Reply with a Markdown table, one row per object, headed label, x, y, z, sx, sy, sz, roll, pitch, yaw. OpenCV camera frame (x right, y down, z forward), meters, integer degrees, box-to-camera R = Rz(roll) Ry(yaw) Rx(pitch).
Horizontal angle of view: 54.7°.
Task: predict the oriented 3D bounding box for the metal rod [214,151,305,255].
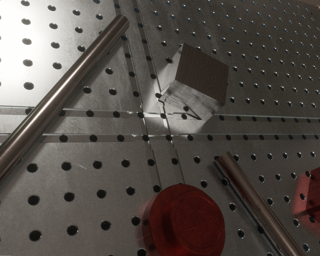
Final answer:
| label | x | y | z | sx | sy | sz | roll | pitch | yaw |
| --- | --- | --- | --- | --- | --- | --- | --- | --- | --- |
| metal rod | 0.169 | 0.160 | 0.403 | 0.025 | 0.025 | 0.299 | -26 | 76 | -37 |

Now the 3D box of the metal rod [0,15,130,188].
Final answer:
| label | x | y | z | sx | sy | sz | roll | pitch | yaw |
| --- | --- | --- | --- | --- | --- | --- | --- | --- | --- |
| metal rod | -0.110 | -0.057 | 0.384 | 0.025 | 0.025 | 0.301 | 32 | 51 | -8 |

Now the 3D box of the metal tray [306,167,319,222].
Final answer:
| label | x | y | z | sx | sy | sz | roll | pitch | yaw |
| --- | --- | --- | --- | --- | --- | --- | --- | --- | --- |
| metal tray | 0.297 | 0.129 | 0.490 | 0.130 | 0.030 | 0.090 | 36 | 51 | -5 |

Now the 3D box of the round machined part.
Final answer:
| label | x | y | z | sx | sy | sz | roll | pitch | yaw |
| --- | --- | --- | --- | --- | --- | --- | --- | --- | --- |
| round machined part | 0.033 | 0.110 | 0.350 | 0.099 | 0.042 | 0.098 | 14 | 56 | -21 |

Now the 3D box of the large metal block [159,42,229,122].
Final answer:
| label | x | y | z | sx | sy | sz | roll | pitch | yaw |
| --- | --- | --- | --- | --- | --- | --- | --- | --- | --- |
| large metal block | 0.053 | -0.069 | 0.464 | 0.080 | 0.050 | 0.080 | 24 | 53 | -14 |
